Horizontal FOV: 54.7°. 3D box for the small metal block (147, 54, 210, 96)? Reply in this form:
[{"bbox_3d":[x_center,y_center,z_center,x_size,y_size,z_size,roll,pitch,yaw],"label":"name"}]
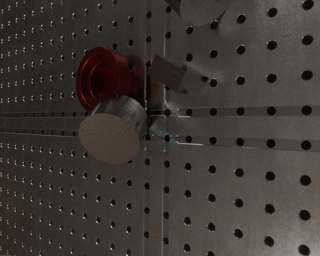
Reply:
[{"bbox_3d":[0.023,-0.063,0.373,0.050,0.050,0.025,38,113,33],"label":"small metal block"}]

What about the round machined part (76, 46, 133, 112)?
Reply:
[{"bbox_3d":[-0.078,-0.068,0.460,0.098,0.042,0.097,0,90,39],"label":"round machined part"}]

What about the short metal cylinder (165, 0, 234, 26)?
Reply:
[{"bbox_3d":[0.042,-0.160,0.337,0.080,0.081,0.050,-49,61,29],"label":"short metal cylinder"}]

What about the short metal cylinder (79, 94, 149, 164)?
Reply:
[{"bbox_3d":[-0.060,0.001,0.414,0.080,0.050,0.079,6,125,9],"label":"short metal cylinder"}]
